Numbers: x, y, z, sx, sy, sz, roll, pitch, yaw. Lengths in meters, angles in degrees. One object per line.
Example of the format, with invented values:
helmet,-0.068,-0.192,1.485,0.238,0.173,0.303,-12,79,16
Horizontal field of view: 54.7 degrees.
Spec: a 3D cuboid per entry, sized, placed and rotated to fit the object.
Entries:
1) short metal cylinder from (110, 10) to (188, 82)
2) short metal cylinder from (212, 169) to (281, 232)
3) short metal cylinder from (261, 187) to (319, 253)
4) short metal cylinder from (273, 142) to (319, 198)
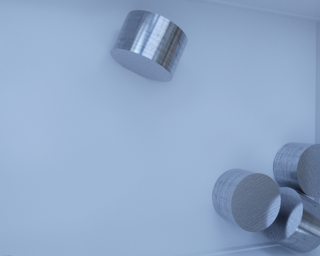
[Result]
short metal cylinder,-0.013,-0.097,0.376,0.080,0.080,0.050,25,82,-18
short metal cylinder,0.122,0.101,0.442,0.081,0.050,0.080,0,90,-20
short metal cylinder,0.192,0.133,0.452,0.050,0.080,0.080,28,81,-18
short metal cylinder,0.225,0.063,0.480,0.081,0.050,0.080,0,90,-20
